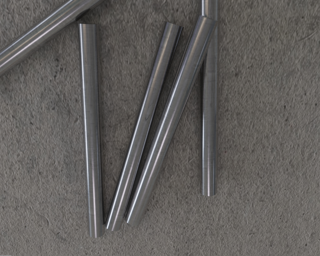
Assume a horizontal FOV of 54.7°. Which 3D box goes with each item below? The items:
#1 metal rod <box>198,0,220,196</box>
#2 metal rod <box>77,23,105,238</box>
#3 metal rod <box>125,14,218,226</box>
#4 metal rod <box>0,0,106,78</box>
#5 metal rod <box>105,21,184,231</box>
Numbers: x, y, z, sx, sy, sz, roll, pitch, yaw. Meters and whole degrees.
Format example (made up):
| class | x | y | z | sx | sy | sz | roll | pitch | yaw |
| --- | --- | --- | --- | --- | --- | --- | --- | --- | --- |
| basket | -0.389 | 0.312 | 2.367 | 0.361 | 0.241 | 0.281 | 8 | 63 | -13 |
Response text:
| class | x | y | z | sx | sy | sz | roll | pitch | yaw |
| --- | --- | --- | --- | --- | --- | --- | --- | --- | --- |
| metal rod | 0.062 | -0.049 | 0.392 | 0.025 | 0.025 | 0.298 | -3 | 110 | 1 |
| metal rod | -0.090 | 0.017 | 0.415 | 0.025 | 0.025 | 0.298 | 2 | 110 | -1 |
| metal rod | 0.006 | 0.008 | 0.399 | 0.025 | 0.025 | 0.298 | 17 | 114 | -6 |
| metal rod | -0.128 | -0.120 | 0.364 | 0.300 | 0.025 | 0.025 | -32 | 107 | 11 |
| metal rod | -0.027 | 0.012 | 0.413 | 0.025 | 0.025 | 0.298 | 16 | 109 | -6 |
